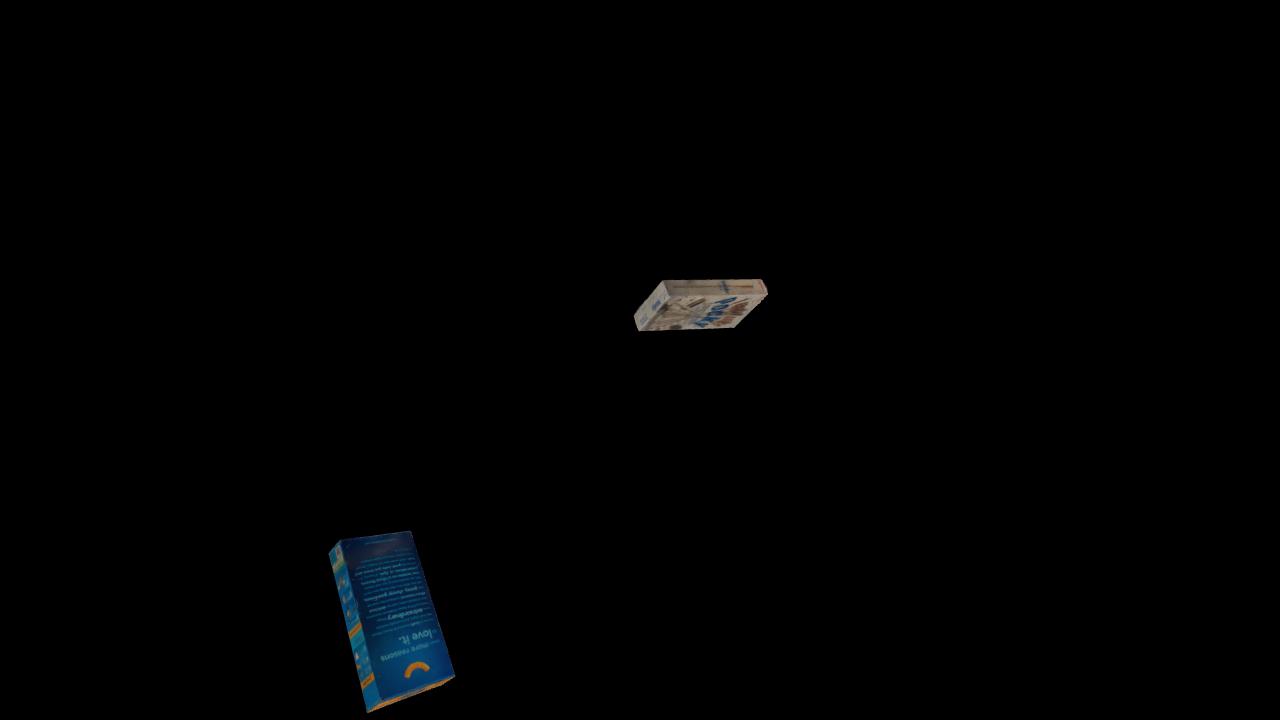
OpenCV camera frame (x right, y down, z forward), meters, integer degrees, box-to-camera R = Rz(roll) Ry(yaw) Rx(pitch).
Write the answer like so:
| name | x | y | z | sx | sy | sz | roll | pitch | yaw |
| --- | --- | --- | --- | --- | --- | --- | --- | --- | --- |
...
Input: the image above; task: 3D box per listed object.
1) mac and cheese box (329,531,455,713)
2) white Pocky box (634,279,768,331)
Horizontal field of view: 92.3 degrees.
| name | x | y | z | sx | sy | sz | roll | pitch | yaw |
| --- | --- | --- | --- | --- | --- | --- | --- | --- | --- |
| mac and cheese box | -0.288 | 0.293 | 0.711 | 0.041 | 0.184 | 0.093 | -43 | -30 | 26 |
| white Pocky box | 0.076 | -0.069 | 0.769 | 0.154 | 0.028 | 0.084 | -4 | -26 | -31 |
